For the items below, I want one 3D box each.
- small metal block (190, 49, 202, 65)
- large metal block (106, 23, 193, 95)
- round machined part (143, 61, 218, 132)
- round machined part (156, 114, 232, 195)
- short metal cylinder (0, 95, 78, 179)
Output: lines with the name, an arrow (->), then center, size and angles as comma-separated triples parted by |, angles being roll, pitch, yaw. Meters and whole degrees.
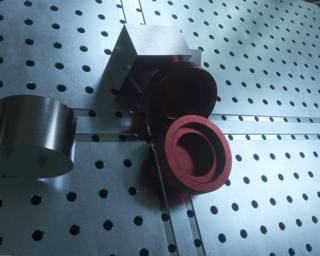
small metal block -> 0.035, -0.093, 0.463 | 0.050, 0.025, 0.050 | -12, 110, -39
large metal block -> -0.017, -0.091, 0.418 | 0.081, 0.080, 0.050 | -9, 65, -32
round machined part -> 0.023, -0.042, 0.409 | 0.099, 0.097, 0.042 | 1, 29, -28
round machined part -> 0.039, 0.036, 0.390 | 0.099, 0.042, 0.098 | 11, 65, -25
short metal cylinder -> -0.123, 0.011, 0.300 | 0.081, 0.080, 0.050 | 10, 58, -23
